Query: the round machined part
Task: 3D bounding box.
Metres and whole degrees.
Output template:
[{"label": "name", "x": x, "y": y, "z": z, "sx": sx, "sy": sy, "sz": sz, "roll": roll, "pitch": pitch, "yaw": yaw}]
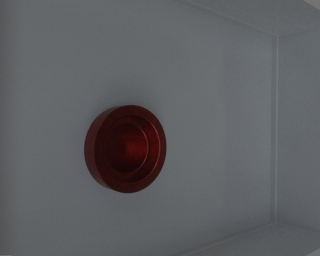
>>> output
[{"label": "round machined part", "x": -0.043, "y": 0.023, "z": 0.359, "sx": 0.099, "sy": 0.042, "sz": 0.097, "roll": 0, "pitch": 90, "yaw": -40}]
